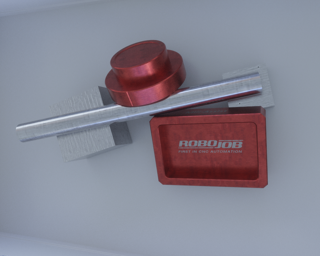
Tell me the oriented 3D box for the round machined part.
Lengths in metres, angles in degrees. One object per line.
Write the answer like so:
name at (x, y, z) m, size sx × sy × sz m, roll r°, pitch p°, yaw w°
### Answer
round machined part at (-0.021, -0.072, 0.374) m, size 0.098 × 0.098 × 0.042 m, roll -5°, pitch 129°, yaw 19°

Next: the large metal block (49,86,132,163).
large metal block at (-0.095, -0.004, 0.427) m, size 0.080 × 0.050 × 0.080 m, roll -19°, pitch 84°, yaw 18°

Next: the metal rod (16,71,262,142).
metal rod at (-0.034, -0.022, 0.372) m, size 0.301 × 0.025 × 0.025 m, roll -11°, pitch 86°, yaw 12°

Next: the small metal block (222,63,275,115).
small metal block at (0.106, -0.045, 0.371) m, size 0.050 × 0.025 × 0.050 m, roll -12°, pitch 86°, yaw 19°

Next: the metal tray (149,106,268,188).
metal tray at (0.059, 0.023, 0.370) m, size 0.130 × 0.030 × 0.089 m, roll -2°, pitch 109°, yaw 19°
